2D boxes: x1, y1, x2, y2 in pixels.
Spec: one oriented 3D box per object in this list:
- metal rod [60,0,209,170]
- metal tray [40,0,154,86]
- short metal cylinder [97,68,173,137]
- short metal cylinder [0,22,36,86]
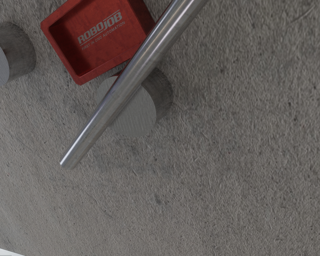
[{"bbox_3d":[-0.048,-0.034,0.346,0.025,0.025,0.298,43,129,-2],"label":"metal rod"},{"bbox_3d":[-0.073,-0.115,0.370,0.130,0.030,0.090,-19,109,35],"label":"metal tray"},{"bbox_3d":[-0.030,-0.036,0.385,0.080,0.050,0.079,13,124,21],"label":"short metal cylinder"},{"bbox_3d":[-0.228,-0.107,0.445,0.080,0.050,0.079,13,124,21],"label":"short metal cylinder"}]
